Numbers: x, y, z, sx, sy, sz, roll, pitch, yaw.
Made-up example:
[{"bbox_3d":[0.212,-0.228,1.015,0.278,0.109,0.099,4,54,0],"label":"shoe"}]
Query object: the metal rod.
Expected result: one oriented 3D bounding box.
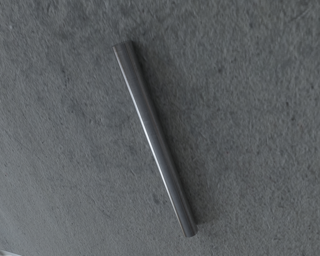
[{"bbox_3d":[0.000,0.030,0.423,0.025,0.025,0.298,-6,116,30],"label":"metal rod"}]
